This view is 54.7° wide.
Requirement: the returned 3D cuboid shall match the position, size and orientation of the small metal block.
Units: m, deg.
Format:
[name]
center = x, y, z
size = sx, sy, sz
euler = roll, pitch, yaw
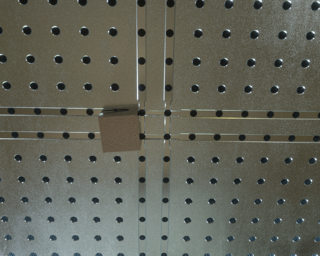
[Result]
[small metal block]
center = -0.052, 0.004, 0.414
size = 0.050, 0.025, 0.050
euler = -4, 110, 1
